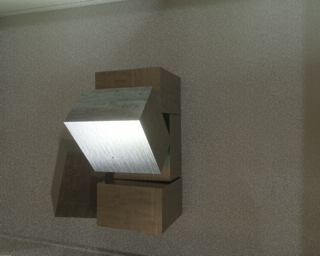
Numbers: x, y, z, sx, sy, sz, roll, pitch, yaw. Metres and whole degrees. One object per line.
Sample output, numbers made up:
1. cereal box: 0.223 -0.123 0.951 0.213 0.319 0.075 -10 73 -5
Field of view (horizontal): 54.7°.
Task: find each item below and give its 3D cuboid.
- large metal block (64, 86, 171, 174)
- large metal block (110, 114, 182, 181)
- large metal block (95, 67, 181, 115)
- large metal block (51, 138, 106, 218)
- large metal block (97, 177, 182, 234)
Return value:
1. large metal block: -0.041 0.004 0.333 0.080 0.080 0.050 -1 45 19
2. large metal block: -0.018 0.023 0.403 0.080 0.050 0.079 -1 90 19
3. large metal block: -0.024 -0.041 0.386 0.080 0.080 0.050 -1 90 19
4. large metal block: -0.108 0.063 0.408 0.050 0.080 0.079 10 95 -24
5. large metal block: -0.022 0.090 0.386 0.080 0.080 0.050 1 90 19
